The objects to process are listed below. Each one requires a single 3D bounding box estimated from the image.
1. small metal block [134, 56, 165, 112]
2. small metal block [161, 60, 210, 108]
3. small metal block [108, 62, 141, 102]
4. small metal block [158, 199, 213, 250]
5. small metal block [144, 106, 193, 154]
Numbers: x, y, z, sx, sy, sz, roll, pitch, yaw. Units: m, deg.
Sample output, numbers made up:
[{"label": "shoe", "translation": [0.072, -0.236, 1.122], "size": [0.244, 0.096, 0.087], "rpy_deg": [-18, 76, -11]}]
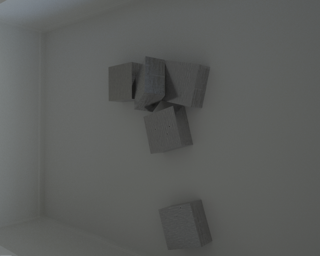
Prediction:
[{"label": "small metal block", "translation": [-0.014, -0.054, 0.394], "size": [0.050, 0.025, 0.050], "rpy_deg": [132, 142, -62]}, {"label": "small metal block", "translation": [0.029, -0.054, 0.381], "size": [0.050, 0.025, 0.050], "rpy_deg": [17, 101, 38]}, {"label": "small metal block", "translation": [-0.048, -0.064, 0.442], "size": [0.050, 0.025, 0.050], "rpy_deg": [-1, 90, 43]}, {"label": "small metal block", "translation": [0.030, 0.119, 0.380], "size": [0.050, 0.025, 0.050], "rpy_deg": [-23, 76, 37]}, {"label": "small metal block", "translation": [0.010, 0.003, 0.397], "size": [0.050, 0.025, 0.050], "rpy_deg": [-18, 79, 38]}]
